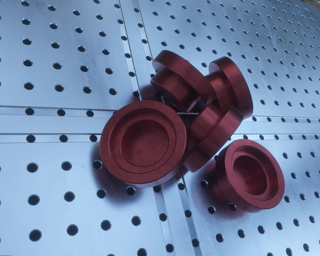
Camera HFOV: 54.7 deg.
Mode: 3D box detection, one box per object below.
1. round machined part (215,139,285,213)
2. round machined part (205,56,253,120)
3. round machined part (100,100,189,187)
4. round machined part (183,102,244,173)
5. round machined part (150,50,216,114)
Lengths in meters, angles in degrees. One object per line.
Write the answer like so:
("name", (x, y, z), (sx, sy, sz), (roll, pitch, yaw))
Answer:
("round machined part", (0.116, 0.067, 0.421), (0.099, 0.042, 0.098), (14, 56, -21))
("round machined part", (0.093, -0.052, 0.457), (0.042, 0.098, 0.098), (-24, 72, -2))
("round machined part", (-0.016, 0.020, 0.358), (0.098, 0.042, 0.098), (-5, 67, 11))
("round machined part", (0.056, 0.006, 0.390), (0.042, 0.097, 0.098), (41, 51, 2))
("round machined part", (0.026, -0.057, 0.424), (0.098, 0.098, 0.042), (41, 86, -1))
